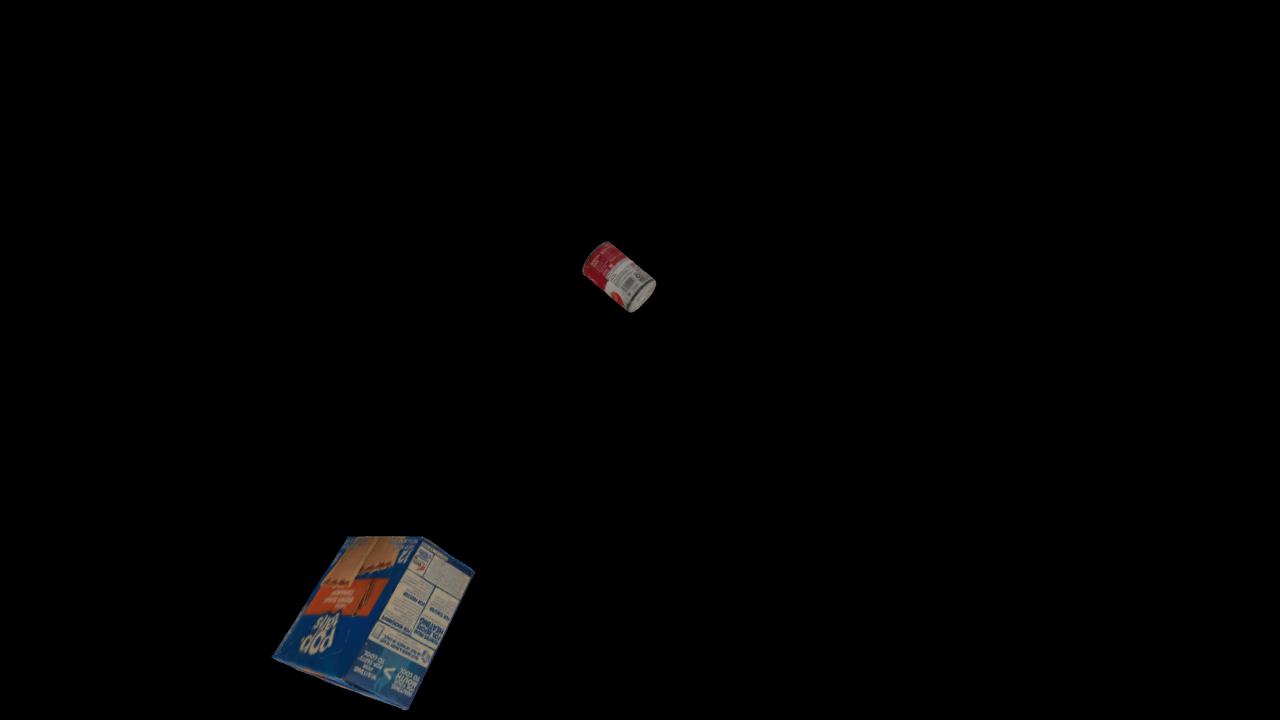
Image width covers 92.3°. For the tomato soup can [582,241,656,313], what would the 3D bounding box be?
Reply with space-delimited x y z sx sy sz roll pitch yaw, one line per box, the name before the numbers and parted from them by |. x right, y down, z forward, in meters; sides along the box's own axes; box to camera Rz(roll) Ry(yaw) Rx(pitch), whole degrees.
tomato soup can | -0.032 -0.130 0.971 0.101 0.068 0.068 40 10 12

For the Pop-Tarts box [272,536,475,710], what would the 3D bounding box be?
Pop-Tarts box | -0.280 0.267 0.649 0.167 0.141 0.083 -14 -49 40
